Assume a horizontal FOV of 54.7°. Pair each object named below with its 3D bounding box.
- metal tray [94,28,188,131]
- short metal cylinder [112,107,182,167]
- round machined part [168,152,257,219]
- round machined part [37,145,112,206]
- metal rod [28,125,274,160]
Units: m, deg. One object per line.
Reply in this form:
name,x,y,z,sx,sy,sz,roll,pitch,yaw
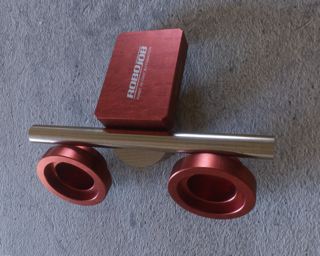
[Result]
metal tray,-0.020,-0.062,0.385,0.090,0.030,0.130,2,65,19
short metal cylinder,-0.017,0.008,0.402,0.080,0.050,0.079,0,90,19
round machined part,0.061,0.062,0.360,0.098,0.042,0.097,10,136,11
round machined part,-0.111,0.059,0.422,0.098,0.042,0.097,9,131,11
metal rod,-0.026,0.014,0.366,0.301,0.025,0.025,3,91,19
